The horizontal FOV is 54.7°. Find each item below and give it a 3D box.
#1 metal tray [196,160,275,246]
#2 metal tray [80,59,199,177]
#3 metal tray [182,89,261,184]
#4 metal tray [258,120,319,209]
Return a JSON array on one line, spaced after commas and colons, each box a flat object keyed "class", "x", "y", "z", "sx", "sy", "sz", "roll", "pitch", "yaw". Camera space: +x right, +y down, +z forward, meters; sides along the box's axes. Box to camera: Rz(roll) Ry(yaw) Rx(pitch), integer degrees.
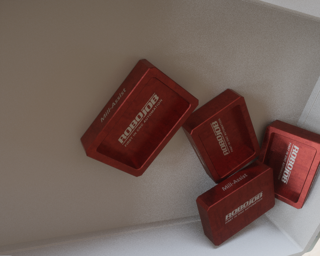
[{"class": "metal tray", "x": 0.126, "y": 0.120, "z": 0.501, "sx": 0.131, "sy": 0.030, "sz": 0.090, "roll": -27, "pitch": 123, "yaw": -18}, {"class": "metal tray", "x": -0.024, "y": -0.008, "z": 0.386, "sx": 0.090, "sy": 0.030, "sz": 0.130, "roll": 32, "pitch": 101, "yaw": -38}, {"class": "metal tray", "x": 0.096, "y": 0.016, "z": 0.467, "sx": 0.090, "sy": 0.030, "sz": 0.130, "roll": -35, "pitch": 129, "yaw": -5}, {"class": "metal tray", "x": 0.213, "y": 0.061, "z": 0.517, "sx": 0.030, "sy": 0.090, "sz": 0.129, "roll": -30, "pitch": 134, "yaw": -44}]
